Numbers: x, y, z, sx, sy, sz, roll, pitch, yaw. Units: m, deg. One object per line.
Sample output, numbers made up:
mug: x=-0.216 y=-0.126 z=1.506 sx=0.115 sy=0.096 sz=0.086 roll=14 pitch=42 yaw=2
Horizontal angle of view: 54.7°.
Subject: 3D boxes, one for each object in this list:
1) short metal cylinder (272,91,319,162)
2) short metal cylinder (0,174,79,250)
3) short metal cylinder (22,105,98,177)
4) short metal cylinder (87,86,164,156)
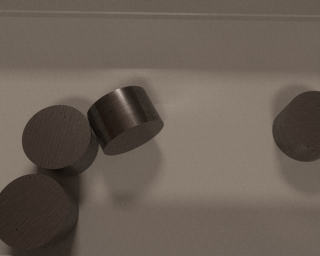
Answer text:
short metal cylinder: x=0.194 y=-0.001 z=0.399 sx=0.081 sy=0.050 sz=0.080 roll=0 pitch=70 yaw=0
short metal cylinder: x=-0.141 y=0.097 z=0.359 sx=0.081 sy=0.050 sz=0.080 roll=0 pitch=70 yaw=0
short metal cylinder: x=-0.122 y=0.018 z=0.388 sx=0.081 sy=0.050 sz=0.080 roll=0 pitch=70 yaw=0
short metal cylinder: x=-0.043 y=-0.008 z=0.383 sx=0.080 sy=0.080 sz=0.050 roll=-26 pitch=72 yaw=-9
